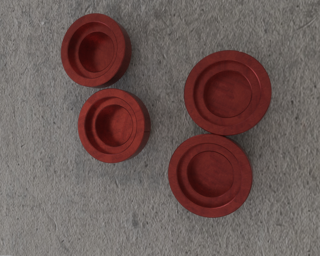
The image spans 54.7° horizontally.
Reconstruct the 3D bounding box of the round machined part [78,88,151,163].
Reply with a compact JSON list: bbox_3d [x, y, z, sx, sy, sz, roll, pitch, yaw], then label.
[{"bbox_3d":[-0.058,-0.003,0.420,0.098,0.042,0.097,0,90,20],"label":"round machined part"}]

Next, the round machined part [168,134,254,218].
[{"bbox_3d":[0.063,0.055,0.378,0.098,0.042,0.097,0,90,20],"label":"round machined part"}]

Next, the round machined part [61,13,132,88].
[{"bbox_3d":[-0.083,-0.104,0.429,0.098,0.042,0.097,0,90,20],"label":"round machined part"}]

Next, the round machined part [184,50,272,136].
[{"bbox_3d":[0.082,-0.040,0.371,0.098,0.042,0.097,0,90,19],"label":"round machined part"}]
